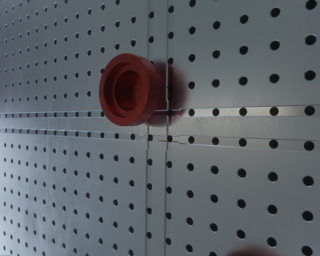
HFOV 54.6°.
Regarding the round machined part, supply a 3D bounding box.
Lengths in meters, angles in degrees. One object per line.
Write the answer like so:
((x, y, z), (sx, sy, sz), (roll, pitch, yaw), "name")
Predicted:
((-0.037, -0.051, 0.430), (0.098, 0.042, 0.097), (0, 90, 40), "round machined part")
